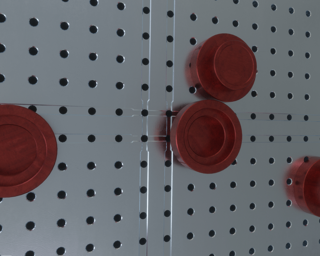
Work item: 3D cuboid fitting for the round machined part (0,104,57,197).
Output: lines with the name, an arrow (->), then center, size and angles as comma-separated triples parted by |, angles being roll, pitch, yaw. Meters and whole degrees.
round machined part -> -0.166, 0.024, 0.342 | 0.099, 0.042, 0.097 | 0, 90, -20

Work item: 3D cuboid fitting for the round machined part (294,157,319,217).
round machined part -> 0.271, 0.097, 0.503 | 0.099, 0.042, 0.097 | 0, 90, -20

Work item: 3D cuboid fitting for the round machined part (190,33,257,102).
round machined part -> 0.096, -0.086, 0.438 | 0.099, 0.042, 0.097 | 0, 90, -20

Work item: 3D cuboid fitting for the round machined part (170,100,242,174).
round machined part -> 0.059, 0.011, 0.425 | 0.099, 0.042, 0.097 | 0, 90, -20
